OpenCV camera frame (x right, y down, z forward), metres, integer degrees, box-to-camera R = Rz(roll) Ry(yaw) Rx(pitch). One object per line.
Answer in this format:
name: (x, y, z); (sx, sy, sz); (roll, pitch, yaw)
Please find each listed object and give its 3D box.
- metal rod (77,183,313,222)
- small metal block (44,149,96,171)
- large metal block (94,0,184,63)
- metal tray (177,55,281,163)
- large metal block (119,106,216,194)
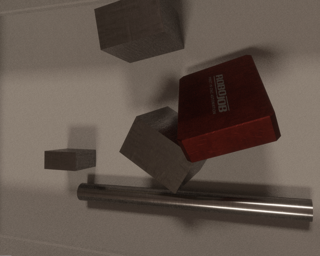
metal rod: (0.029, 0.093, 0.399); (0.301, 0.025, 0.025); (0, 90, 19)
small metal block: (-0.127, 0.044, 0.440); (0.050, 0.050, 0.025); (1, 91, 19)
large metal block: (-0.023, -0.123, 0.388); (0.080, 0.080, 0.050); (-10, 87, 19)
metal tray: (0.067, -0.026, 0.334); (0.090, 0.130, 0.030); (-17, 123, 16)
large metal block: (0.013, 0.021, 0.371); (0.080, 0.080, 0.050); (35, 115, 16)
